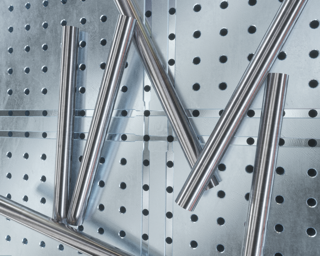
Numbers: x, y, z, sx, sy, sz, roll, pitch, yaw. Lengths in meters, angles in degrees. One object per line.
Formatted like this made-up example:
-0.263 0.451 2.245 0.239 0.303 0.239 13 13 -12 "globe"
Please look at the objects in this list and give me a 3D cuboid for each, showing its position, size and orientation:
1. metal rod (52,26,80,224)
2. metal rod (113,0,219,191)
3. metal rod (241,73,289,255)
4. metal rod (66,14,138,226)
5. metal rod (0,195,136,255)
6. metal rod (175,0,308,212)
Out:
-0.141 0.001 0.462 0.025 0.025 0.298 4 91 20 "metal rod"
0.002 -0.060 0.412 0.025 0.025 0.299 -27 81 18 "metal rod"
0.119 0.085 0.370 0.025 0.025 0.298 8 93 20 "metal rod"
-0.083 -0.002 0.428 0.025 0.025 0.298 21 102 19 "metal rod"
-0.111 0.158 0.431 0.301 0.025 0.025 20 97 11 "metal rod"
0.099 -0.039 0.362 0.025 0.025 0.299 29 93 18 "metal rod"
